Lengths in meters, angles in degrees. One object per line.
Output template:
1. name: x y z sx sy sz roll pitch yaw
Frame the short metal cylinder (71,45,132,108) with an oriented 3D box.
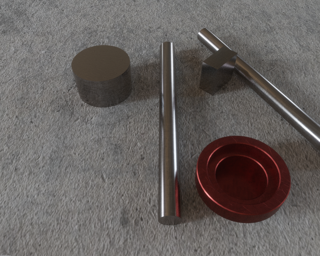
1. short metal cylinder: -0.082 -0.076 0.450 0.081 0.050 0.080 0 50 0

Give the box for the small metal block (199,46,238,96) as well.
1. small metal block: 0.086 -0.085 0.459 0.025 0.050 0.050 35 58 25

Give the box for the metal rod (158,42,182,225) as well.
1. metal rod: 0.011 -0.018 0.418 0.025 0.025 0.300 0 50 0

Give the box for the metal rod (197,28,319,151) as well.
1. metal rod: 0.149 -0.063 0.458 0.025 0.025 0.300 -23 54 -19

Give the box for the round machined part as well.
1. round machined part: 0.088 0.059 0.344 0.099 0.042 0.098 0 50 0
